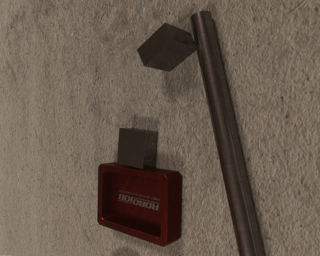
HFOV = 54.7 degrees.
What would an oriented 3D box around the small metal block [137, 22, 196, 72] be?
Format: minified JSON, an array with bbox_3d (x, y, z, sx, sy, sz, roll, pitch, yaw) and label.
[{"bbox_3d":[0.009,-0.097,0.379,0.050,0.050,0.025,-35,69,34],"label":"small metal block"}]

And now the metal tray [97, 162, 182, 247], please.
[{"bbox_3d":[-0.032,0.099,0.425,0.130,0.030,0.089,2,91,39],"label":"metal tray"}]

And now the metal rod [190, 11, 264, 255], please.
[{"bbox_3d":[0.074,0.014,0.342,0.025,0.025,0.298,-17,79,38],"label":"metal rod"}]

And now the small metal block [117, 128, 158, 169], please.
[{"bbox_3d":[-0.031,0.027,0.429,0.050,0.025,0.050,7,94,39],"label":"small metal block"}]
